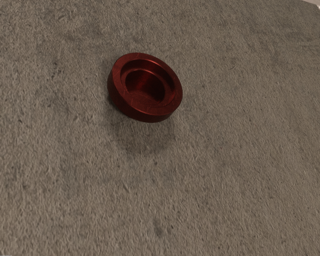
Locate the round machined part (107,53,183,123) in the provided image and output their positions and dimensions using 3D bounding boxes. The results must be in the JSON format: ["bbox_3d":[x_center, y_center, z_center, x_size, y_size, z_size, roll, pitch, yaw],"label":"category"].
[{"bbox_3d":[-0.023,-0.049,0.412,0.099,0.042,0.098,14,56,-21],"label":"round machined part"}]
